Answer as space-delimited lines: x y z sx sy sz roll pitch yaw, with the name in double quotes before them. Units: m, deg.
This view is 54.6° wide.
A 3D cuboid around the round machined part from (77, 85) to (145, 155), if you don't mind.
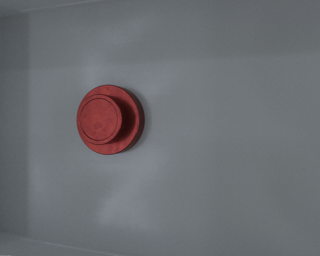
"round machined part" -0.075 -0.011 0.428 0.098 0.042 0.097 0 90 20
